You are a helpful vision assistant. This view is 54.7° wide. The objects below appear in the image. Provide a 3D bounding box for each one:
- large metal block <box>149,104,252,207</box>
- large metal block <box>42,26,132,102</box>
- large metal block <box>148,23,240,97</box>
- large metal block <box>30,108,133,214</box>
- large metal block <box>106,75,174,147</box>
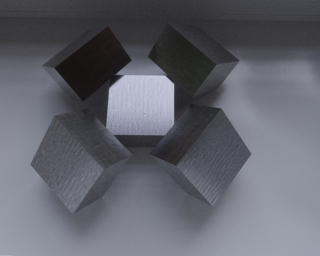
[{"bbox_3d":[0.049,0.030,0.361,0.080,0.050,0.080,-50,122,-16],"label":"large metal block"},{"bbox_3d":[-0.096,-0.084,0.400,0.080,0.080,0.050,-44,119,-15],"label":"large metal block"},{"bbox_3d":[0.046,-0.091,0.406,0.080,0.050,0.081,45,33,15],"label":"large metal block"},{"bbox_3d":[-0.092,0.037,0.359,0.080,0.050,0.080,44,120,14],"label":"large metal block"},{"bbox_3d":[-0.023,-0.021,0.401,0.080,0.050,0.080,1,70,0],"label":"large metal block"}]
